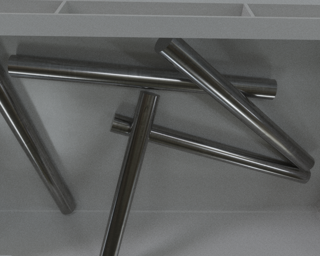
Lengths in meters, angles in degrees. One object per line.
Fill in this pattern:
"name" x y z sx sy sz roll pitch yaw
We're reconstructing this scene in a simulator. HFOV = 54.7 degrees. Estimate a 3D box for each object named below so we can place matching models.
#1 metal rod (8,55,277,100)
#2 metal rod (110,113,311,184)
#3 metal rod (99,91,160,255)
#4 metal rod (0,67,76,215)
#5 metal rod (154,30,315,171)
"metal rod" -0.015 -0.058 0.359 0.302 0.025 0.025 5 130 -4
"metal rod" 0.080 0.033 0.437 0.302 0.025 0.025 16 128 -14
"metal rod" -0.050 0.098 0.407 0.025 0.025 0.298 13 104 -11
"metal rod" -0.177 0.023 0.426 0.025 0.025 0.298 -7 130 5
"metal rod" 0.109 -0.014 0.370 0.025 0.025 0.301 -37 129 27
